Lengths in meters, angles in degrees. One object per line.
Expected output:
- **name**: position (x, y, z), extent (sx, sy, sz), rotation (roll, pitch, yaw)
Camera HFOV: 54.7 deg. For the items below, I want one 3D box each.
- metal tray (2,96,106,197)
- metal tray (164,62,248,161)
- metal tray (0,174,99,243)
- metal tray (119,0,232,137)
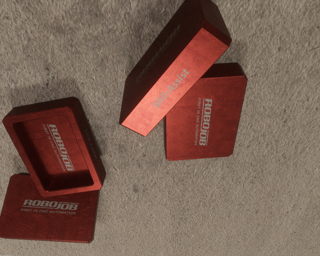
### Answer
- **metal tray**: position (-0.134, 0.029, 0.410), extent (0.090, 0.030, 0.129), rotation (-10, 119, 7)
- **metal tray**: position (0.050, -0.015, 0.384), extent (0.091, 0.030, 0.129), rotation (-4, 133, -3)
- **metal tray**: position (-0.161, 0.120, 0.461), extent (0.131, 0.090, 0.030), rotation (5, 156, -5)
- **metal tray**: position (0.009, -0.064, 0.310), extent (0.030, 0.090, 0.129), rotation (29, 124, -23)
